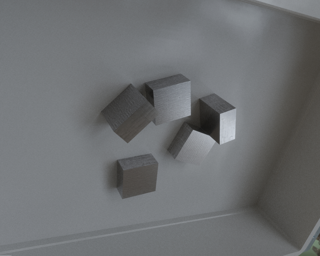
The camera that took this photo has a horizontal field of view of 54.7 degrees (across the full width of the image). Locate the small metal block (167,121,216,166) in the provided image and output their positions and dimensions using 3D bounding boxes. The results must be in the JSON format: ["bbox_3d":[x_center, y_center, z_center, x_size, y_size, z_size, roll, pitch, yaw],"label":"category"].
[{"bbox_3d":[0.047,0.024,0.451,0.050,0.025,0.050,19,108,-36],"label":"small metal block"}]

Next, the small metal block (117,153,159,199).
[{"bbox_3d":[-0.032,0.067,0.434,0.050,0.025,0.050,-9,122,-24],"label":"small metal block"}]

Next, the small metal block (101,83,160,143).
[{"bbox_3d":[-0.036,-0.018,0.363,0.050,0.050,0.025,-43,130,1],"label":"small metal block"}]

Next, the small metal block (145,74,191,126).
[{"bbox_3d":[0.011,-0.036,0.394,0.050,0.025,0.050,-17,126,-19],"label":"small metal block"}]

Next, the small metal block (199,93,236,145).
[{"bbox_3d":[0.079,-0.013,0.430,0.025,0.050,0.050,-20,126,-18],"label":"small metal block"}]
